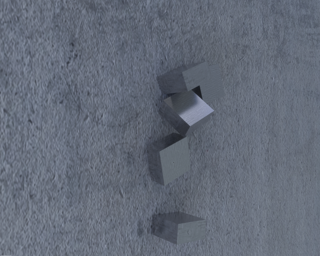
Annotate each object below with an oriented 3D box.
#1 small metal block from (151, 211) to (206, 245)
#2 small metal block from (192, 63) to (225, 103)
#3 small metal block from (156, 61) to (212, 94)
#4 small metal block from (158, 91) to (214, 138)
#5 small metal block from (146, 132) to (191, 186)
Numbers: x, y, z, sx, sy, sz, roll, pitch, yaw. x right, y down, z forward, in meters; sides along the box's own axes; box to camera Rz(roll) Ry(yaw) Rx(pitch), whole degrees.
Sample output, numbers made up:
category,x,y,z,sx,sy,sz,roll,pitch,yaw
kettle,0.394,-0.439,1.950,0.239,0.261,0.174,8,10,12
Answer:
category,x,y,z,sx,sy,sz,roll,pitch,yaw
small metal block,0.024,0.130,0.409,0.050,0.050,0.025,6,86,-40
small metal block,0.067,-0.065,0.460,0.050,0.025,0.050,-23,105,-38
small metal block,0.032,-0.067,0.415,0.050,0.050,0.025,-30,109,-36
small metal block,0.035,-0.022,0.416,0.050,0.025,0.050,-31,68,-36
small metal block,0.012,0.040,0.408,0.050,0.025,0.050,-26,119,-37
